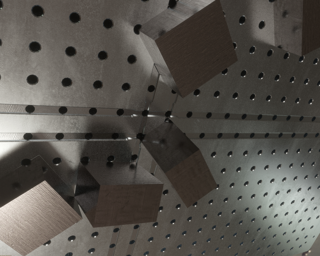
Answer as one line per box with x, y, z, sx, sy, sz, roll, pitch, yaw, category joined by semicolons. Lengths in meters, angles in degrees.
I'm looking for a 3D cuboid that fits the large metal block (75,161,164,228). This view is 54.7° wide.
-0.054;0.079;0.390;0.081;0.080;0.050;5;101;-31;large metal block

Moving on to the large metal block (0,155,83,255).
-0.153;0.093;0.370;0.080;0.050;0.080;-32;129;-8;large metal block

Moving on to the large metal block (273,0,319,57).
0.202;-0.154;0.412;0.080;0.050;0.080;-27;128;-12;large metal block

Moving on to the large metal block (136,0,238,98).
0.033;-0.095;0.356;0.080;0.050;0.080;-35;129;-5;large metal block

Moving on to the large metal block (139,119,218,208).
0.025;0.047;0.420;0.050;0.080;0.080;-35;129;-6;large metal block
